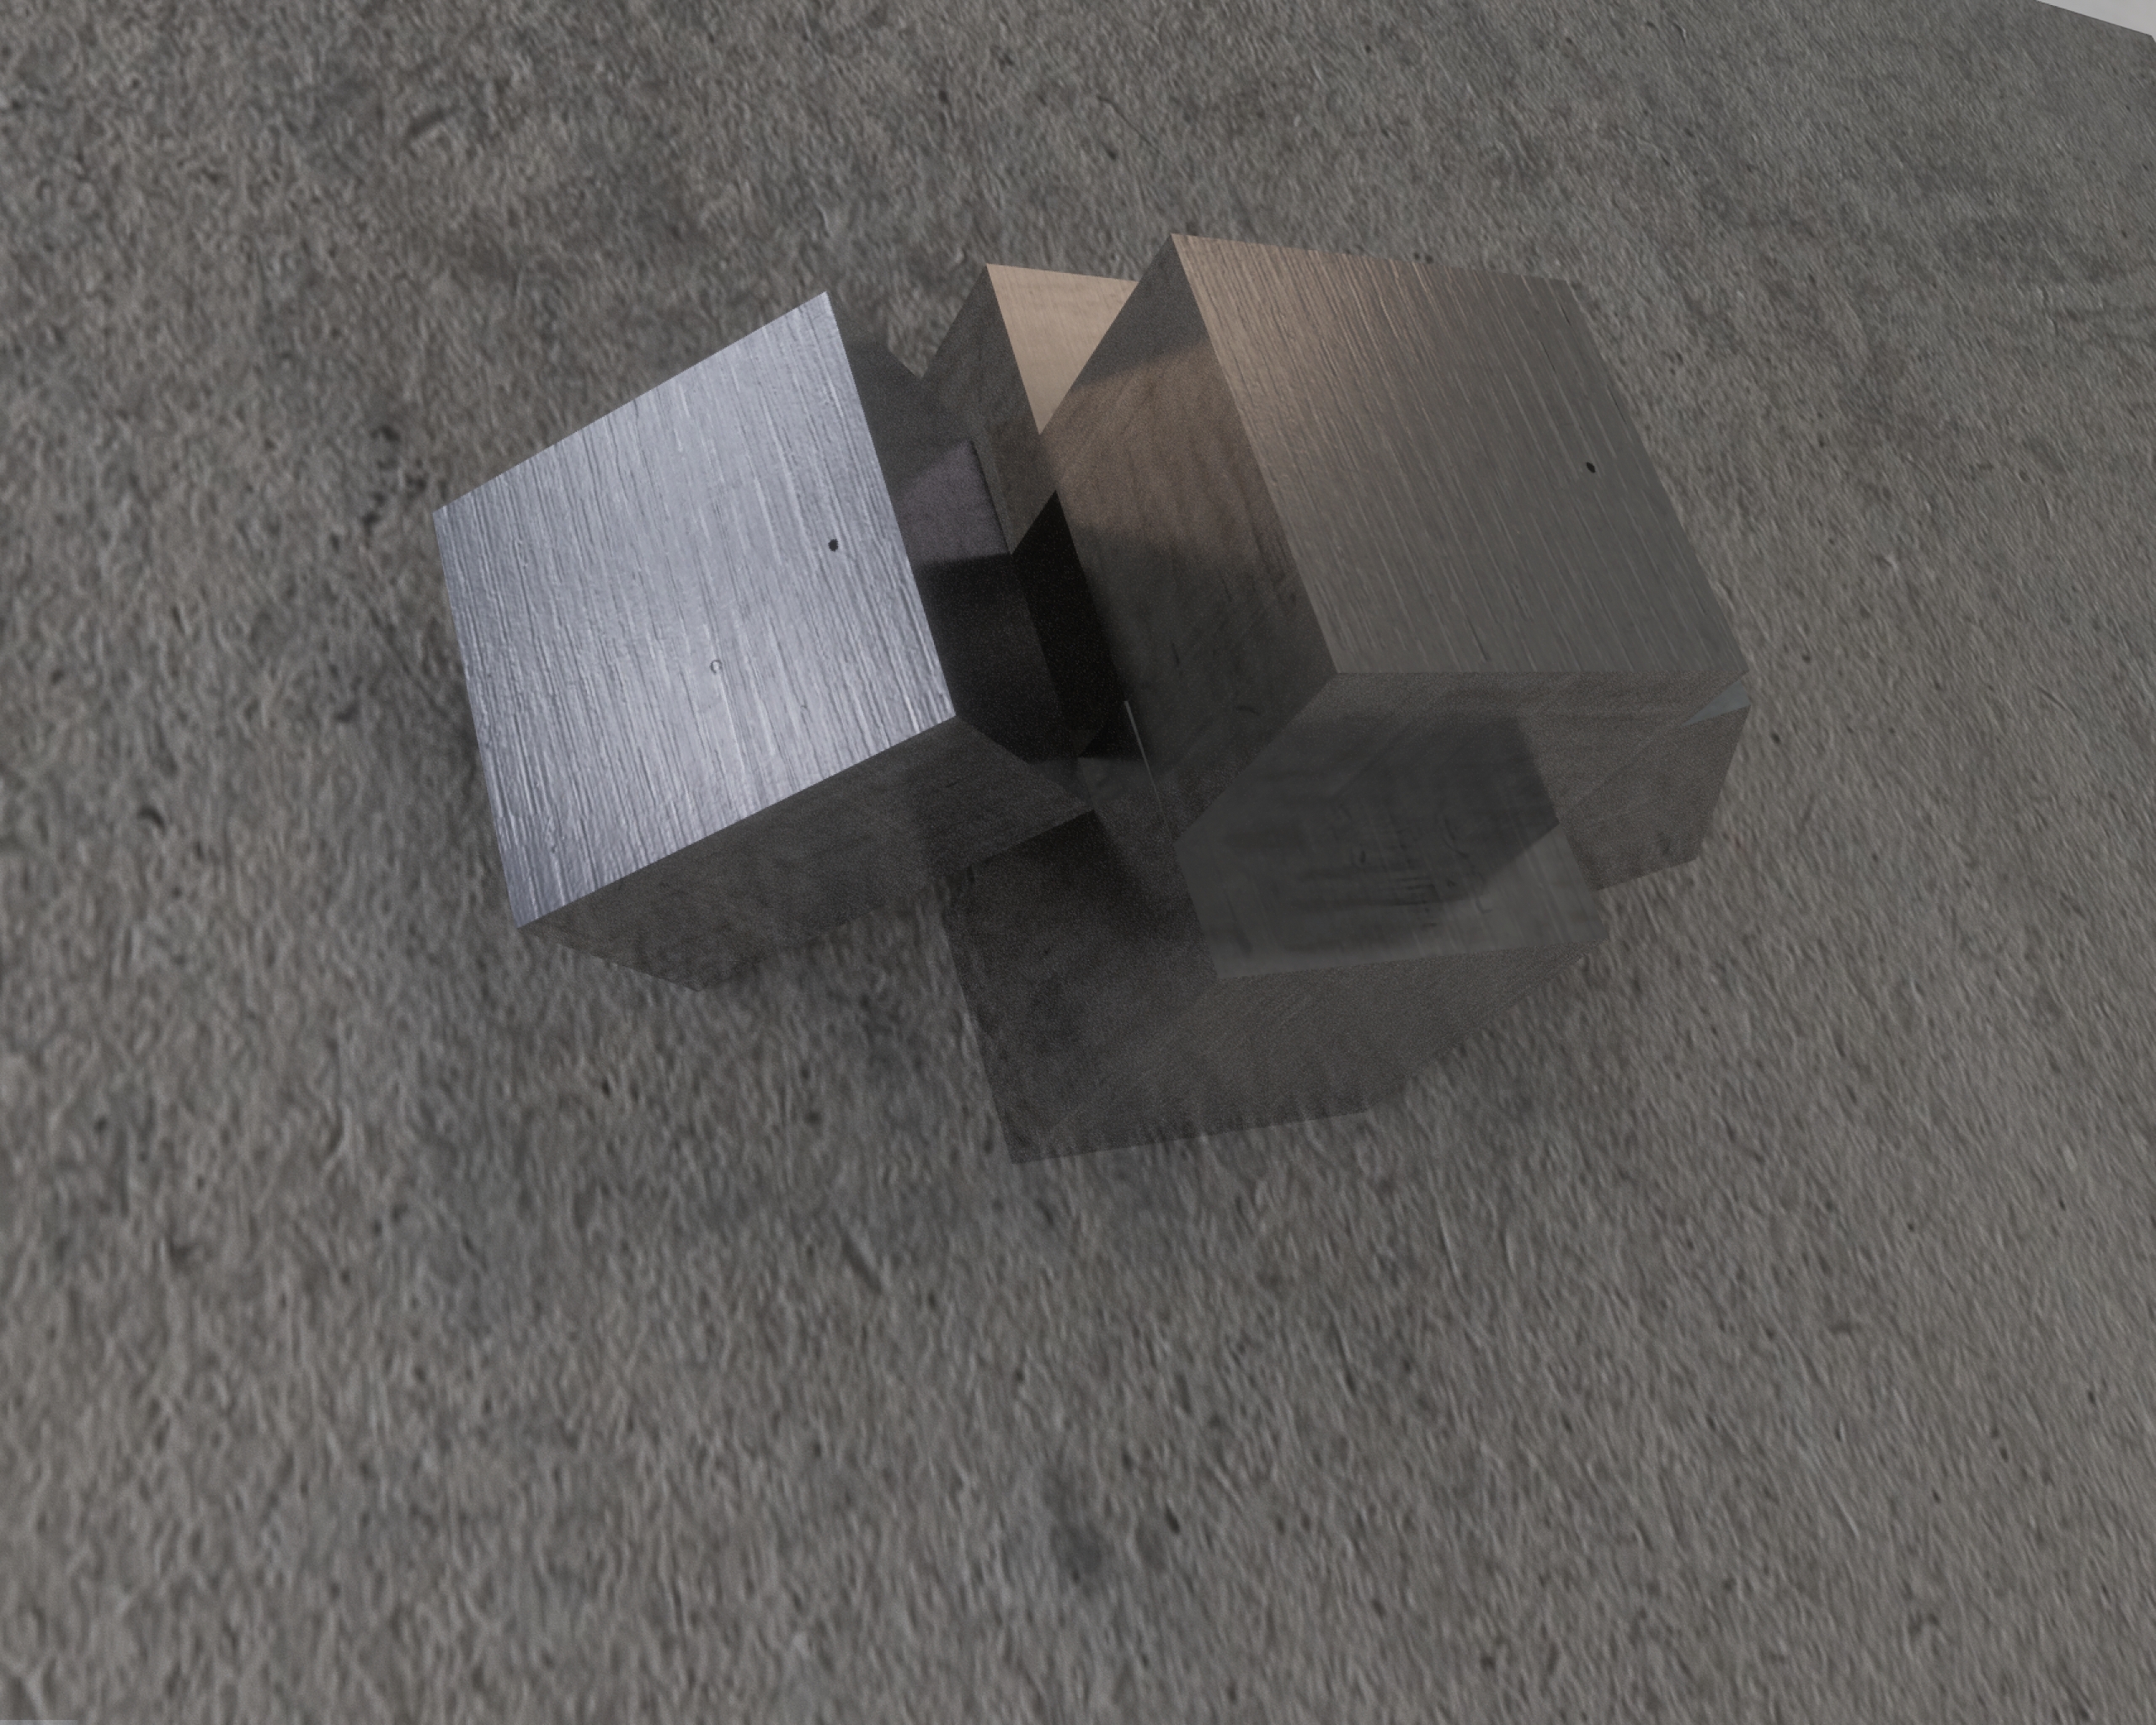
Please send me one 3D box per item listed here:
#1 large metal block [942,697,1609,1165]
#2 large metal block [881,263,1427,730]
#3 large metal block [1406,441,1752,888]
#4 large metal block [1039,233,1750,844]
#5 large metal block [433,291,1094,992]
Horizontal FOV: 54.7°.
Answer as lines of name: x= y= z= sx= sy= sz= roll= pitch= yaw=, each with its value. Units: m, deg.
large metal block: x=0.033 y=0.012 z=0.378 sx=0.081 sy=0.080 sz=0.050 roll=-4 pitch=64 yaw=-30
large metal block: x=0.008 y=-0.068 z=0.414 sx=0.081 sy=0.080 sz=0.050 roll=-2 pitch=63 yaw=-29
large metal block: x=0.095 y=-0.042 z=0.436 sx=0.050 sy=0.080 sz=0.080 roll=-18 pitch=67 yaw=2
large metal block: x=0.050 y=-0.052 z=0.343 sx=0.081 sy=0.050 sz=0.080 roll=-3 pitch=63 yaw=-30
large metal block: x=-0.054 y=-0.034 z=0.352 sx=0.050 sy=0.080 sz=0.080 roll=33 pitch=36 yaw=-62
